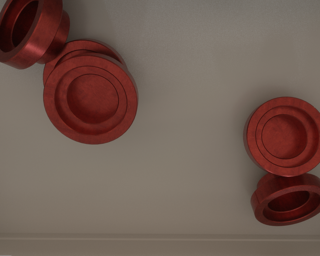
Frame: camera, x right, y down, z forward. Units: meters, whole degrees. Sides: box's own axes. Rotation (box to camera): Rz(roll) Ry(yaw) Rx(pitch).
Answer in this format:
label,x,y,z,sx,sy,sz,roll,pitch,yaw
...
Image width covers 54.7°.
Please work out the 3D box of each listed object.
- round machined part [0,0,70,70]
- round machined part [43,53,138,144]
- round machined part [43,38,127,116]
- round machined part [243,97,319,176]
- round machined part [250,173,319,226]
label,x,y,z,sx,sy,sz,roll,pitch,yaw
round machined part,-0.138,-0.109,0.341,0.098,0.098,0.042,-48,143,15
round machined part,-0.073,-0.034,0.344,0.099,0.042,0.097,0,110,-1
round machined part,-0.087,-0.060,0.379,0.099,0.042,0.097,0,110,-1
round machined part,0.156,0.011,0.396,0.099,0.042,0.097,0,85,2
round machined part,0.173,0.091,0.427,0.099,0.042,0.097,-3,133,-3
